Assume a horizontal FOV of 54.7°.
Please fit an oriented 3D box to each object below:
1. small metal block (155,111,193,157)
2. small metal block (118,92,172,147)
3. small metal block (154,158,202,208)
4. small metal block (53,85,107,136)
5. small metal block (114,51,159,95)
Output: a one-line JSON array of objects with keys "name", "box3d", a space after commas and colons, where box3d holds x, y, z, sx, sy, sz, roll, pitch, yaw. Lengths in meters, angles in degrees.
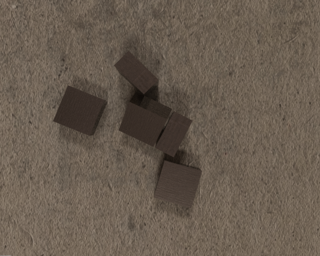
[{"name": "small metal block", "box3d": [0.017, 0.007, 0.398, 0.025, 0.050, 0.050, 27, 90, 0]}, {"name": "small metal block", "box3d": [-0.019, -0.011, 0.397, 0.050, 0.025, 0.050, 26, 129, -1]}, {"name": "small metal block", "box3d": [0.023, 0.072, 0.410, 0.050, 0.025, 0.050, 16, 90, -1]}, {"name": "small metal block", "box3d": [-0.104, -0.022, 0.409, 0.050, 0.025, 0.050, 22, 90, -1]}, {"name": "small metal block", "box3d": [-0.029, -0.067, 0.397, 0.050, 0.050, 0.025, 44, 90, 0]}]
